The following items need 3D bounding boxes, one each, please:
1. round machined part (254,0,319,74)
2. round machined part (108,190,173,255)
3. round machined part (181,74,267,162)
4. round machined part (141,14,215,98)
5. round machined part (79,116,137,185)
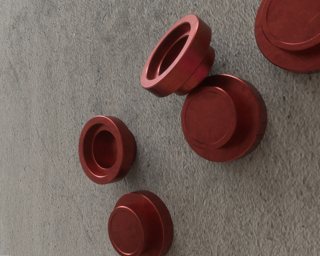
[{"bbox_3d":[0.133,-0.101,0.284,0.098,0.042,0.097,0,90,40],"label":"round machined part"},{"bbox_3d":[-0.033,0.137,0.421,0.098,0.042,0.097,0,90,40],"label":"round machined part"},{"bbox_3d":[0.063,-0.011,0.342,0.098,0.042,0.097,0,90,40],"label":"round machined part"},{"bbox_3d":[0.024,-0.076,0.354,0.098,0.042,0.098,-42,30,31],"label":"round machined part"},{"bbox_3d":[-0.073,0.031,0.454,0.098,0.042,0.097,0,90,40],"label":"round machined part"}]
